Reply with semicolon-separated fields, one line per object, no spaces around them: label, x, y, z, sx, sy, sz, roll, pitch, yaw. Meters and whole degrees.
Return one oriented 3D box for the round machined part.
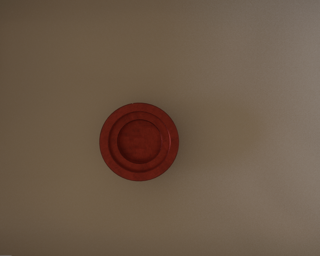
round machined part;-0.026;0.017;0.403;0.099;0.042;0.097;0;90;-1
